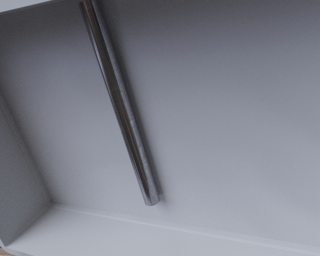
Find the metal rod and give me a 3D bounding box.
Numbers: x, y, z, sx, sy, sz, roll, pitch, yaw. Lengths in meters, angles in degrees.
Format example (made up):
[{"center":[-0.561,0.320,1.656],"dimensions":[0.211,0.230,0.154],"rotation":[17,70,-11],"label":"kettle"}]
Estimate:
[{"center":[-0.047,-0.018,0.421],"dimensions":[0.025,0.025,0.298],"rotation":[-1,118,28],"label":"metal rod"}]
